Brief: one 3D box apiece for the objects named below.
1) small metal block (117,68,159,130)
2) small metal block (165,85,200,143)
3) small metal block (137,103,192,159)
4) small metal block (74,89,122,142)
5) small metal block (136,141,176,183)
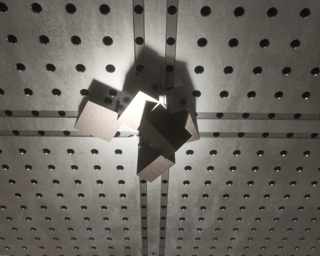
[{"bbox_3d":[-0.025,-0.035,0.366,0.025,0.050,0.050,27,125,-21],"label":"small metal block"},{"bbox_3d":[0.028,-0.017,0.382,0.025,0.050,0.050,-16,129,13],"label":"small metal block"},{"bbox_3d":[0.004,0.005,0.358,0.050,0.025,0.050,46,159,2],"label":"small metal block"},{"bbox_3d":[-0.076,-0.015,0.398,0.050,0.025,0.050,24,126,-19],"label":"small metal block"},{"bbox_3d":[-0.006,0.039,0.428,0.025,0.050,0.050,33,122,-25],"label":"small metal block"}]
